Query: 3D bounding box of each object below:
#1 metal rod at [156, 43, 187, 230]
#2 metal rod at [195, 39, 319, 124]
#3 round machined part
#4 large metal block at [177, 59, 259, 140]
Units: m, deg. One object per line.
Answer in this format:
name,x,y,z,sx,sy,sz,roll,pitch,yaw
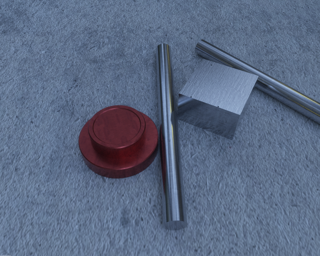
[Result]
metal rod,0.011,-0.014,0.415,0.025,0.025,0.300,-1,50,-2
metal rod,0.173,-0.055,0.451,0.025,0.025,0.300,-37,60,-27
round machined part,-0.051,0.010,0.383,0.099,0.042,0.098,0,50,0
large metal block,0.078,-0.041,0.423,0.080,0.050,0.080,22,53,17
